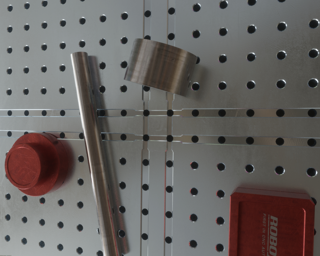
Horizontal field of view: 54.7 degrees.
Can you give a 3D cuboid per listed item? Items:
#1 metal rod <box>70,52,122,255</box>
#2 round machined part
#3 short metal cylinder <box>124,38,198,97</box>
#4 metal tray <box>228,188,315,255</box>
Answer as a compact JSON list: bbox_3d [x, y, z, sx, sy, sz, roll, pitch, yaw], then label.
[{"bbox_3d":[-0.092,0.039,0.445,0.025,0.025,0.298,-12,86,19],"label":"metal rod"},{"bbox_3d":[-0.194,0.056,0.472,0.098,0.042,0.097,0,90,20],"label":"round machined part"},{"bbox_3d":[0.000,-0.073,0.383,0.080,0.080,0.050,18,96,19],"label":"short metal cylinder"},{"bbox_3d":[0.128,0.141,0.364,0.090,0.030,0.129,2,91,20],"label":"metal tray"}]
